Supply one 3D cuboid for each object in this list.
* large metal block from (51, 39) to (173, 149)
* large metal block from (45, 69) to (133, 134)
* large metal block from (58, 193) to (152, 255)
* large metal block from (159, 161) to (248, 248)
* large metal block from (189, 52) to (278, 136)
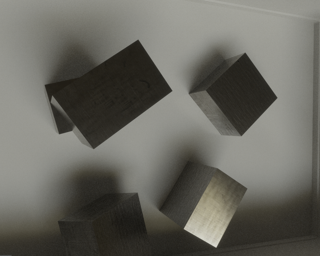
[{"bbox_3d":[-0.048,-0.028,0.279,0.080,0.080,0.050,-38,103,-16],"label":"large metal block"},{"bbox_3d":[-0.082,-0.029,0.351,0.081,0.080,0.050,-16,96,-20],"label":"large metal block"},{"bbox_3d":[-0.059,0.127,0.356,0.080,0.050,0.080,-20,99,-58],"label":"large metal block"},{"bbox_3d":[0.053,0.094,0.402,0.050,0.080,0.080,35,79,-17],"label":"large metal block"},{"bbox_3d":[0.103,-0.045,0.437,0.080,0.050,0.080,-44,104,-15],"label":"large metal block"}]
